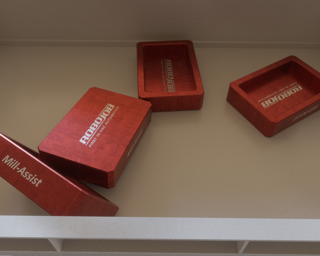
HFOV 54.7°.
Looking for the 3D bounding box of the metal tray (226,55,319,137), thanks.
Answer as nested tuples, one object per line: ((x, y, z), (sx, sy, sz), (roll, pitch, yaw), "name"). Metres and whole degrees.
((0.174, -0.050, 0.444), (0.131, 0.030, 0.090), (-25, 55, -20), "metal tray")

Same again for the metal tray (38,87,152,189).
((-0.073, 0.005, 0.382), (0.090, 0.030, 0.130), (16, 43, 10), "metal tray")

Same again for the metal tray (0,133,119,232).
((-0.113, 0.054, 0.313), (0.130, 0.090, 0.030), (28, 76, 21), "metal tray")

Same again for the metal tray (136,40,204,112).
((0.012, -0.082, 0.470), (0.091, 0.030, 0.130), (-3, 50, -3), "metal tray")
